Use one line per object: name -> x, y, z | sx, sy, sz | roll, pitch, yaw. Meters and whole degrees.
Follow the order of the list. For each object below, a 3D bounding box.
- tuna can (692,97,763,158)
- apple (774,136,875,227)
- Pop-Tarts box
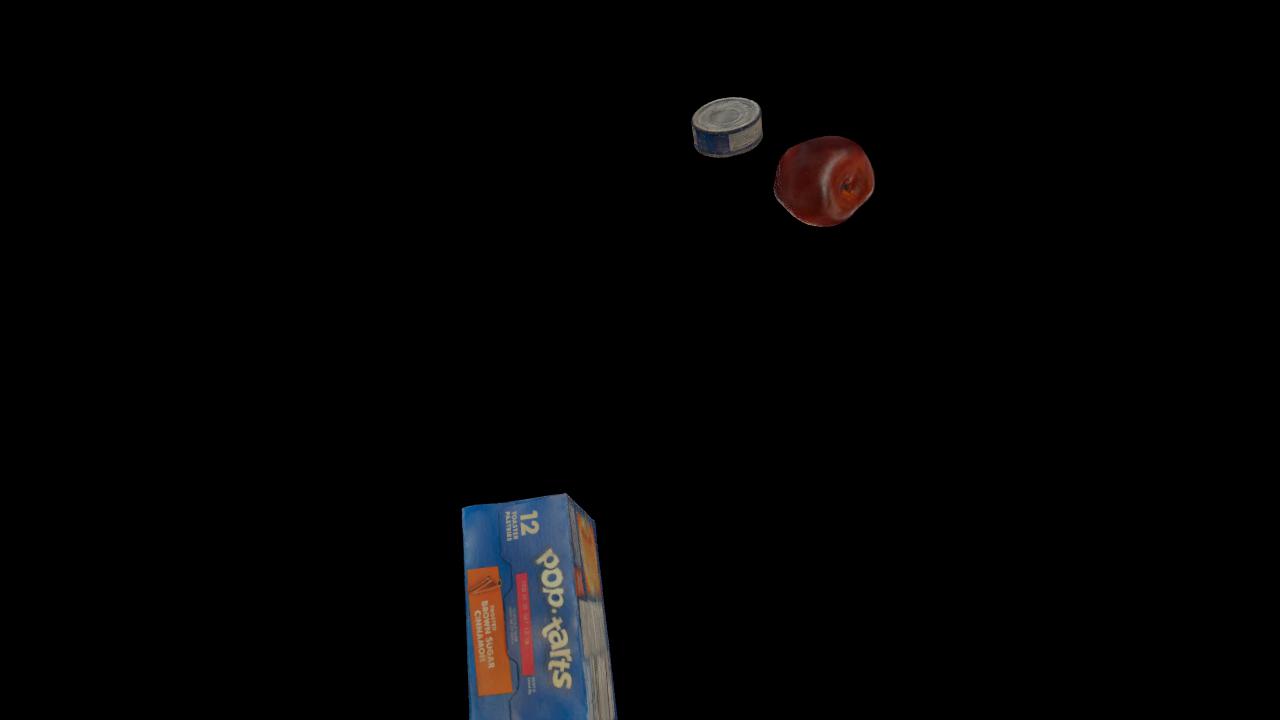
tuna can -> 0.104, -0.280, 0.738 | 0.084, 0.084, 0.034 | 0, -41, 15
apple -> 0.160, -0.160, 0.547 | 0.079, 0.079, 0.093 | 0, 20, -21
Pop-Tarts box -> -0.075, 0.203, 0.478 | 0.083, 0.167, 0.141 | -10, -23, 0
